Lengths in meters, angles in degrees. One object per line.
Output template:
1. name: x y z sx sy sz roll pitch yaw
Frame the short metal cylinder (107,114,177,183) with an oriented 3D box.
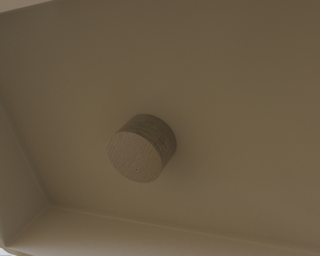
1. short metal cylinder: -0.024 0.027 0.421 0.080 0.050 0.079 13 124 20
